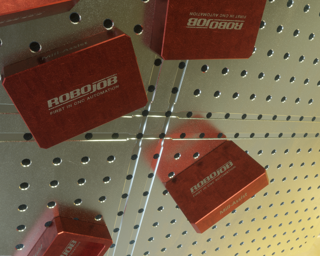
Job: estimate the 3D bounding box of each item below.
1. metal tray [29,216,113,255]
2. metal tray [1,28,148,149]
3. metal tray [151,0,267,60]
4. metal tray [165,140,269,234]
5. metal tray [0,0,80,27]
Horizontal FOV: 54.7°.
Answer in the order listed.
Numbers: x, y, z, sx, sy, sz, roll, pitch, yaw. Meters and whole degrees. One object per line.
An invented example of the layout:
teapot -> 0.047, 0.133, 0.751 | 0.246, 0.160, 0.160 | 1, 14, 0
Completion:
metal tray -> -0.142, 0.194, 0.451 | 0.090, 0.030, 0.130 | 28, 103, -38
metal tray -> -0.086, -0.043, 0.336 | 0.131, 0.030, 0.090 | -25, 128, -14
metal tray -> 0.059, -0.128, 0.362 | 0.131, 0.030, 0.089 | -7, 122, -25
metal tray -> 0.084, 0.085, 0.469 | 0.130, 0.090, 0.030 | -34, 129, -6
metal tray -> -0.133, -0.094, 0.235 | 0.131, 0.090, 0.030 | -20, 110, -17
